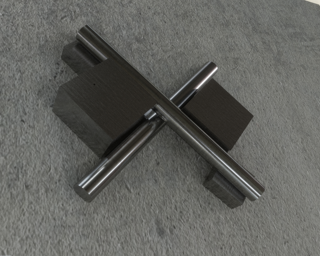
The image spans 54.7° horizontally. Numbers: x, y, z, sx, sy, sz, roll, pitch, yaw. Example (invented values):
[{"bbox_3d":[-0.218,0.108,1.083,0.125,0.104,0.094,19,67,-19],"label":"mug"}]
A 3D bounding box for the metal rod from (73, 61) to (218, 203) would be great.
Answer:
[{"bbox_3d":[0.002,-0.015,0.416,0.025,0.025,0.302,43,51,1],"label":"metal rod"}]

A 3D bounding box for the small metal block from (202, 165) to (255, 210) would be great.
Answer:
[{"bbox_3d":[0.092,0.070,0.412,0.050,0.025,0.050,40,51,-1],"label":"small metal block"}]

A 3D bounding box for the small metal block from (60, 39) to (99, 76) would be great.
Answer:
[{"bbox_3d":[-0.094,-0.092,0.412,0.050,0.025,0.050,45,51,2],"label":"small metal block"}]

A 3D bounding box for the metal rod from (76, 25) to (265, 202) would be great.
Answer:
[{"bbox_3d":[0.012,-0.019,0.391,0.300,0.025,0.025,43,51,1],"label":"metal rod"}]

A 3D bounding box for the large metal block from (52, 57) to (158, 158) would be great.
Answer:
[{"bbox_3d":[-0.065,-0.025,0.367,0.080,0.050,0.080,45,51,3],"label":"large metal block"}]

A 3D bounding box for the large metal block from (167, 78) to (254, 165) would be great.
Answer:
[{"bbox_3d":[0.071,-0.010,0.434,0.080,0.050,0.080,43,51,1],"label":"large metal block"}]
